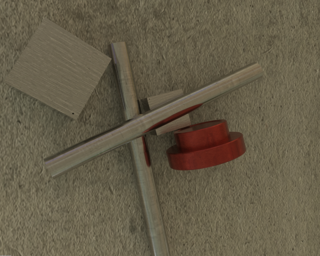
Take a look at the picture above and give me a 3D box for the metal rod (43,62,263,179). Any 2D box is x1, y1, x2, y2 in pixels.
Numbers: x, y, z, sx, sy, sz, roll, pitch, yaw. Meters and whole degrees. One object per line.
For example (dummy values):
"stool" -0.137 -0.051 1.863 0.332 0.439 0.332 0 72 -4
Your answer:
"metal rod" 0.007 -0.018 0.385 0.302 0.025 0.025 -26 99 -19

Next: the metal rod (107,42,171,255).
"metal rod" -0.024 0.041 0.400 0.025 0.025 0.298 -13 95 -20

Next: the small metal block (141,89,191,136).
"small metal block" 0.008 -0.021 0.413 0.050 0.025 0.050 -17 96 -20

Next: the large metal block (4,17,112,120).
"large metal block" -0.114 -0.063 0.354 0.080 0.050 0.080 30 80 -18

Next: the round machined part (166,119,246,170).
"round machined part" 0.055 0.017 0.392 0.099 0.098 0.042 -16 96 -20
